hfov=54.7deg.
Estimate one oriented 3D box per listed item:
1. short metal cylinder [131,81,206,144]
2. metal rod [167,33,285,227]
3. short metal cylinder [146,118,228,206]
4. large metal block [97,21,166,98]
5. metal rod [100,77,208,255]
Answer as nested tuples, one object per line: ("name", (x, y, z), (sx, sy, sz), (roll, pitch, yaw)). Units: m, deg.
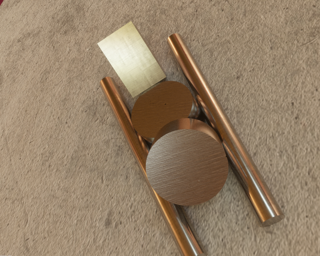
("short metal cylinder", (0.011, -0.012, 0.391), (0.080, 0.050, 0.080), (-13, 56, 21))
("metal rod", (0.065, -0.023, 0.385), (0.025, 0.025, 0.299), (-28, 52, 10))
("short metal cylinder", (0.028, 0.034, 0.327), (0.080, 0.080, 0.050), (-28, 10, 10))
("large metal block", (-0.034, -0.093, 0.425), (0.050, 0.080, 0.080), (-32, 10, 8))
("metal rod", (-0.024, 0.029, 0.399), (0.025, 0.025, 0.300), (-35, 51, 5))
